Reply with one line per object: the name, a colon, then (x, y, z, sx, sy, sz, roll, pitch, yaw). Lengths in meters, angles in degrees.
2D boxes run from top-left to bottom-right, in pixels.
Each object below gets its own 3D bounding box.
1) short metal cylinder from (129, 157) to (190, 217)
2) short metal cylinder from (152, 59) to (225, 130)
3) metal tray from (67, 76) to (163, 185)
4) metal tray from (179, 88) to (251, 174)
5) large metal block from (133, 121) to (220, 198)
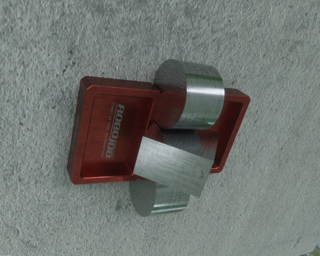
short metal cylinder: (-0.002, 0.076, 0.419, 0.050, 0.080, 0.079, 2, 118, -30)
short metal cylinder: (0.030, -0.038, 0.366, 0.050, 0.080, 0.079, 2, 118, -30)
metal tray: (-0.057, 0.006, 0.378, 0.091, 0.030, 0.129, 1, 118, -29)
metal tray: (0.066, 0.006, 0.445, 0.091, 0.030, 0.129, 1, 118, -29)
large metal block: (0.023, 0.029, 0.377, 0.080, 0.080, 0.050, 19, 115, 7)
